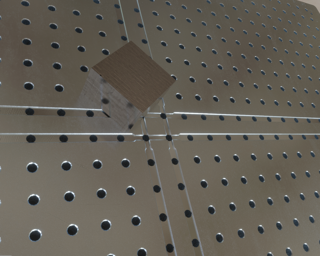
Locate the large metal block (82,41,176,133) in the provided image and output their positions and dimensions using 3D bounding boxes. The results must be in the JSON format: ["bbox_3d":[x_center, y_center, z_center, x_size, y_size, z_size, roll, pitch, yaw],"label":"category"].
[{"bbox_3d":[-0.040,-0.055,0.406,0.080,0.050,0.080,42,51,0],"label":"large metal block"}]
